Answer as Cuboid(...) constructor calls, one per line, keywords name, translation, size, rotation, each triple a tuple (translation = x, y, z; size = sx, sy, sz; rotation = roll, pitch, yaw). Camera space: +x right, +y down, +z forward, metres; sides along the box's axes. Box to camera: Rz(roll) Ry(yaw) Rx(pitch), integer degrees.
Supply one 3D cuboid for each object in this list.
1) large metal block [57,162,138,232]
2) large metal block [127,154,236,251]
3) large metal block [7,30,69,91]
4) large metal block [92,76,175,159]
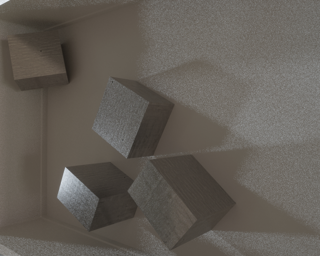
Cuboid(name="large metal block", translation=(-0.085, 0.093, 0.441), size=(0.080, 0.081, 0.050), rotation=(31, 109, 36))
Cuboid(name="large metal block", translation=(0.025, 0.078, 0.350), size=(0.080, 0.081, 0.050), rotation=(48, 119, 29))
Cuboid(name="large metal block", translation=(-0.208, -0.116, 0.534), size=(0.050, 0.081, 0.080), rotation=(128, 129, -72))
Cuboid(name="large metal block", translation=(-0.038, -0.015, 0.422), size=(0.080, 0.050, 0.079), rotation=(35, 112, 34))
